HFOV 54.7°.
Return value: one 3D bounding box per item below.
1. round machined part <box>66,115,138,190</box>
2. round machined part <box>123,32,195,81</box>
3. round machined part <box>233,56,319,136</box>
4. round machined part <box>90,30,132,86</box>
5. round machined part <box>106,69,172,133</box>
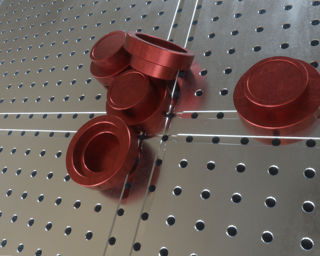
[{"bbox_3d":[-0.071,0.035,0.409,0.098,0.042,0.098,-12,60,22],"label":"round machined part"},{"bbox_3d":[-0.004,-0.099,0.436,0.098,0.099,0.042,39,119,38],"label":"round machined part"},{"bbox_3d":[0.133,-0.043,0.354,0.098,0.042,0.098,-13,57,20],"label":"round machined part"},{"bbox_3d":[-0.073,-0.119,0.499,0.098,0.042,0.098,-17,48,21],"label":"round machined part"},{"bbox_3d":[-0.036,-0.045,0.443,0.098,0.042,0.098,-13,57,20],"label":"round machined part"}]
